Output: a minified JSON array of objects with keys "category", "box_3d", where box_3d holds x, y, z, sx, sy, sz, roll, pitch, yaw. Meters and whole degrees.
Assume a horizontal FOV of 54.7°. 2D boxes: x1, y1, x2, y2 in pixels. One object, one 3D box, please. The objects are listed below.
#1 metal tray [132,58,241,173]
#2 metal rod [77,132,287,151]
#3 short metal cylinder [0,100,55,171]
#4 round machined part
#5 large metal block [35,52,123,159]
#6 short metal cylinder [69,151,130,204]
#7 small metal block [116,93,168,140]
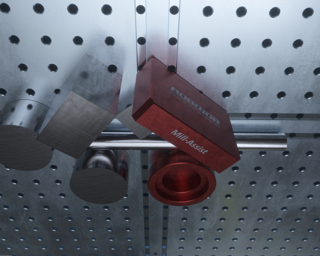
[{"category":"metal tray","box_3d":[0.031,-0.014,0.356,0.130,0.090,0.030,33,123,-25]},{"category":"metal rod","box_3d":[0.020,0.018,0.427,0.302,0.025,0.025,1,130,-1]},{"category":"short metal cylinder","box_3d":[-0.174,0.010,0.402,0.081,0.050,0.079,0,130,0]},{"category":"round machined part","box_3d":[0.032,0.070,0.460,0.099,0.042,0.097,0,130,0]},{"category":"large metal block","box_3d":[-0.089,-0.025,0.353,0.050,0.080,0.080,31,123,-24]},{"category":"short metal cylinder","box_3d":[-0.085,0.066,0.450,0.081,0.050,0.079,0,130,0]},{"category":"small metal block","box_3d":[-0.021,-0.019,0.395,0.050,0.025,0.050,-32,124,24]}]
